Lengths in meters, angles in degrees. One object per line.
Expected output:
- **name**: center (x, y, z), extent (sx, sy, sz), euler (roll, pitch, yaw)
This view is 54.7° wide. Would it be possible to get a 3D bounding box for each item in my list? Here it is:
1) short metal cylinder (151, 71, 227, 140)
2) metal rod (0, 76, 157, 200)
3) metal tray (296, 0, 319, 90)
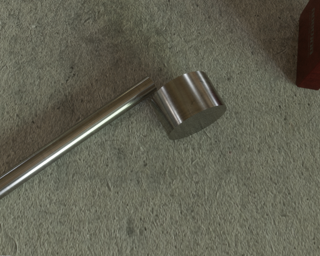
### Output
- **short metal cylinder**: center (0.036, -0.027, 0.389), extent (0.080, 0.080, 0.050), euler (-24, 72, -9)
- **metal rod**: center (-0.131, 0.025, 0.397), extent (0.301, 0.025, 0.025), euler (-36, 74, -13)
- **metal tray**: center (0.221, -0.129, 0.422), extent (0.030, 0.090, 0.130), euler (11, 70, 4)
